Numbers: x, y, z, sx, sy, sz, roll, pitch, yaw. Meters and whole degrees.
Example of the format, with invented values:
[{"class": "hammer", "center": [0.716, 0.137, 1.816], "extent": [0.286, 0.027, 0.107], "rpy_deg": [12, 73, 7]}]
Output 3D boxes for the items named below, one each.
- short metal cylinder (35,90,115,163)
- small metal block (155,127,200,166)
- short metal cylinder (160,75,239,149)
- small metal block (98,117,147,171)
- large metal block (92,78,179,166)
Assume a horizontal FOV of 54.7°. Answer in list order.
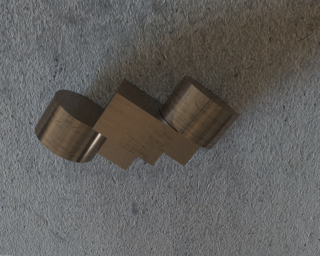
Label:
[{"class": "short metal cylinder", "center": [-0.103, -0.003, 0.380], "extent": [0.080, 0.080, 0.050], "rpy_deg": [33, 107, -12]}, {"class": "small metal block", "center": [0.026, 0.015, 0.417], "extent": [0.050, 0.025, 0.050], "rpy_deg": [34, 107, -12]}, {"class": "short metal cylinder", "center": [0.047, -0.020, 0.375], "extent": [0.080, 0.080, 0.050], "rpy_deg": [34, 107, -12]}, {"class": "small metal block", "center": [-0.052, 0.021, 0.419], "extent": [0.050, 0.025, 0.050], "rpy_deg": [34, 107, -12]}, {"class": "large metal block", "center": [-0.027, -0.011, 0.378], "extent": [0.080, 0.080, 0.050], "rpy_deg": [33, 107, -12]}]
